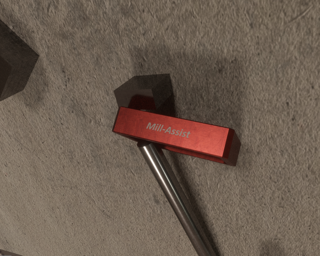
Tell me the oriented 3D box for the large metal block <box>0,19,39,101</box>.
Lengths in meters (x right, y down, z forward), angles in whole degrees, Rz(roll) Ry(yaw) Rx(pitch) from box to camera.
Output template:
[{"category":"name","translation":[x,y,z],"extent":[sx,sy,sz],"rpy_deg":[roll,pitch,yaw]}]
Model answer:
[{"category":"large metal block","translation":[-0.236,-0.098,0.451],"extent":[0.080,0.050,0.080],"rpy_deg":[44,129,-3]}]

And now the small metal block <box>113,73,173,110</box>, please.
[{"category":"small metal block","translation":[-0.019,-0.044,0.372],"extent":[0.050,0.050,0.025],"rpy_deg":[1,119,27]}]

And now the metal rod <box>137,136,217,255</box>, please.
[{"category":"metal rod","translation":[0.043,0.137,0.448],"extent":[0.025,0.025,0.299],"rpy_deg":[-10,120,32]}]

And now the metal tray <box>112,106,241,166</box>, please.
[{"category":"metal tray","translation":[0.023,0.011,0.360],"extent":[0.130,0.090,0.030],"rpy_deg":[12,82,21]}]
